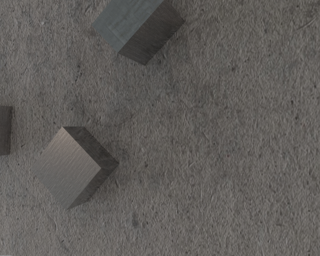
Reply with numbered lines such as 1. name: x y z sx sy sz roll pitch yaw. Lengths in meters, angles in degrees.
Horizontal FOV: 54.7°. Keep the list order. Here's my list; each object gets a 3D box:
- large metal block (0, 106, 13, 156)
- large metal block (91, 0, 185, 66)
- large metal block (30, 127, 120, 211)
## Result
1. large metal block: -0.282 0.003 0.479 0.050 0.080 0.079 4 92 20
2. large metal block: -0.024 -0.131 0.388 0.080 0.080 0.050 -45 76 14
3. large metal block: -0.120 0.054 0.438 0.080 0.050 0.080 44 104 14
